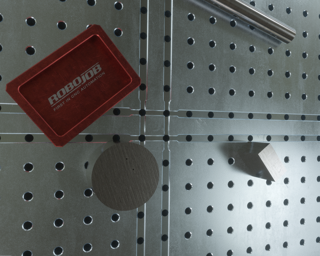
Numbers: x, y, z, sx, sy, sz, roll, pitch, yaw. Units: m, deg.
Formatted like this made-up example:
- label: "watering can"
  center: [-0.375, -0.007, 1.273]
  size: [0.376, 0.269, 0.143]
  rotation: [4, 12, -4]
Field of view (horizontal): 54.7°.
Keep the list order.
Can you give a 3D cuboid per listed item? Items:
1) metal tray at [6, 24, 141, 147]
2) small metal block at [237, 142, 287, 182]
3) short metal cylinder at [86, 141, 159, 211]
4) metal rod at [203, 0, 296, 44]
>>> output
- label: "metal tray"
  center: [-0.100, -0.051, 0.373]
  size: [0.130, 0.030, 0.090]
  rotation: [-41, 103, -16]
- label: "small metal block"
  center: [0.149, 0.048, 0.456]
  size: [0.025, 0.050, 0.050]
  rotation: [-38, 103, -16]
- label: "short metal cylinder"
  center: [-0.047, 0.056, 0.383]
  size: [0.081, 0.050, 0.079]
  rotation: [0, 90, -20]
- label: "metal rod"
  center: [0.071, -0.192, 0.439]
  size: [0.302, 0.025, 0.025]
  rotation: [19, 84, -20]
